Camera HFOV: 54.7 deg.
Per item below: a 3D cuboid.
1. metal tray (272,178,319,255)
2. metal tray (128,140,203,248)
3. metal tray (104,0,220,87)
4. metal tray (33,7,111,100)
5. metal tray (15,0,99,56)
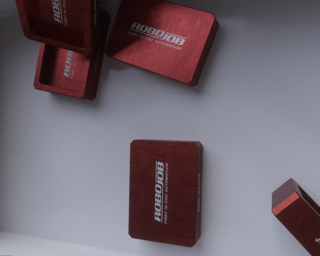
[{"bbox_3d":[0.172,0.116,0.314,0.030,0.090,0.130,-45,76,15],"label":"metal tray"},{"bbox_3d":[0.007,0.081,0.405,0.090,0.030,0.129,1,90,20],"label":"metal tray"},{"bbox_3d":[0.000,-0.117,0.408,0.130,0.030,0.089,22,97,18],"label":"metal tray"},{"bbox_3d":[-0.129,-0.112,0.453,0.090,0.030,0.129,13,94,19],"label":"metal tray"},{"bbox_3d":[-0.119,-0.151,0.359,0.090,0.129,0.030,16,56,-1],"label":"metal tray"}]
